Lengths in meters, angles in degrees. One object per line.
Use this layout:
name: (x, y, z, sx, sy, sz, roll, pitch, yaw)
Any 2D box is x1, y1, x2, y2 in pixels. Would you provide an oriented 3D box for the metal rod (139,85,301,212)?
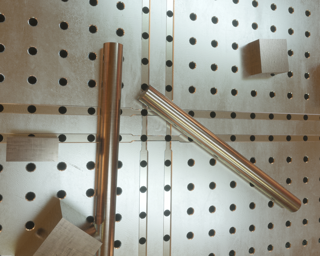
metal rod: (0.096, 0.038, 0.447, 0.301, 0.025, 0.025, 36, 79, -17)

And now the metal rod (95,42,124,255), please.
metal rod: (-0.065, 0.044, 0.388, 0.025, 0.025, 0.298, 3, 89, -20)

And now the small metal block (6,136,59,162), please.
small metal block: (-0.141, 0.023, 0.347, 0.050, 0.050, 0.025, 2, 90, -20)

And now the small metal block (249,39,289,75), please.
small metal block: (0.167, -0.108, 0.474, 0.050, 0.025, 0.050, -6, 92, -20)

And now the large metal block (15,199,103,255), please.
large metal block: (-0.115, 0.135, 0.341, 0.050, 0.080, 0.080, 40, 77, -16)
